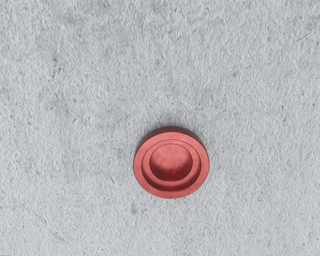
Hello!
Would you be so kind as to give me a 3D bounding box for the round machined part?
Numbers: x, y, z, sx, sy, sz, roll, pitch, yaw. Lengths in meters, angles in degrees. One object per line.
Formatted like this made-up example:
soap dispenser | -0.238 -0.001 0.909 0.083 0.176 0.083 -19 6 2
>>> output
round machined part | 0.014 0.042 0.418 0.099 0.042 0.097 0 110 -1
